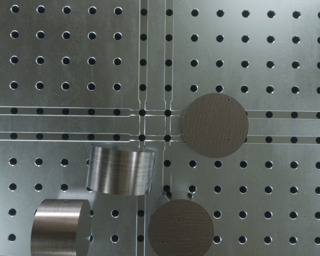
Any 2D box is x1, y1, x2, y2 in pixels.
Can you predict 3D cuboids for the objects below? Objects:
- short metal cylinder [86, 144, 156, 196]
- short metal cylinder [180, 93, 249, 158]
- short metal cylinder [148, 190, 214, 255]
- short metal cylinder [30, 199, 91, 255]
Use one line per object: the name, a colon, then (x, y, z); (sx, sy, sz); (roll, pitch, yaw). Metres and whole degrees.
short metal cylinder: (-0.048, 0.049, 0.385); (0.081, 0.080, 0.050); (7, 90, -1)
short metal cylinder: (0.068, -0.003, 0.402); (0.081, 0.050, 0.079); (0, 90, -1)
short metal cylinder: (0.026, 0.126, 0.401); (0.081, 0.050, 0.079); (0, 90, -1)
short metal cylinder: (-0.119, 0.129, 0.384); (0.050, 0.080, 0.079); (1, 90, 0)
